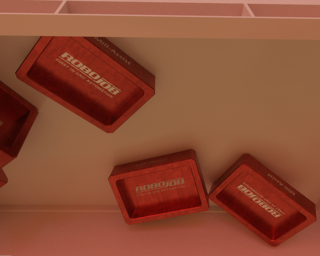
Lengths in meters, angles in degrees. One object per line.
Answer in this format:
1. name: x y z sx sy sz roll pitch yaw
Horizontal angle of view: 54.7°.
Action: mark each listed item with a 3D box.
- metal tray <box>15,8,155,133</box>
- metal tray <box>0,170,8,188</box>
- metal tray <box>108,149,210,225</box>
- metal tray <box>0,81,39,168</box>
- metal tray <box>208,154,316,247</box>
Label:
1. metal tray: -0.081 -0.058 0.355 0.130 0.030 0.090 34 122 -26
2. metal tray: -0.240 0.027 0.349 0.030 0.090 0.130 -37 162 -4
3. metal tray: 0.000 0.090 0.463 0.130 0.030 0.090 -14 110 11
4. metal tray: -0.209 -0.025 0.342 0.030 0.090 0.130 -32 123 24
5. metal tray: 0.151 0.110 0.466 0.130 0.030 0.089 37 124 2
